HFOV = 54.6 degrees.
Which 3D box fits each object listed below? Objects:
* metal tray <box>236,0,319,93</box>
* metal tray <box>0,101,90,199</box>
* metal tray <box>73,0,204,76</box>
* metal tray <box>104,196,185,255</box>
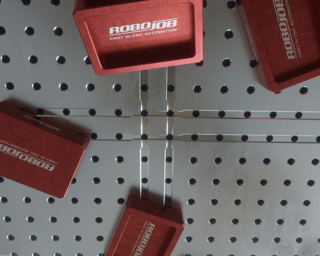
[{"bbox_3d":[0.152,-0.118,0.368,0.090,0.030,0.130,-21,109,7],"label":"metal tray"},{"bbox_3d":[-0.174,0.031,0.421,0.131,0.030,0.090,24,108,-9],"label":"metal tray"},{"bbox_3d":[-0.019,-0.109,0.347,0.131,0.030,0.090,-8,143,2],"label":"metal tray"},{"bbox_3d":[-0.028,0.176,0.475,0.090,0.030,0.129,21,109,-8],"label":"metal tray"}]
